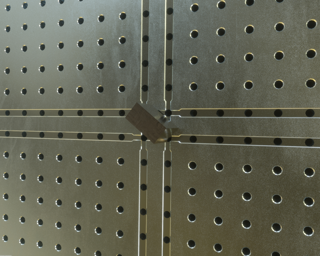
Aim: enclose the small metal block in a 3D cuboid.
[{"bbox_3d":[-0.010,-0.006,0.402,0.050,0.050,0.025,42,103,15],"label":"small metal block"}]
